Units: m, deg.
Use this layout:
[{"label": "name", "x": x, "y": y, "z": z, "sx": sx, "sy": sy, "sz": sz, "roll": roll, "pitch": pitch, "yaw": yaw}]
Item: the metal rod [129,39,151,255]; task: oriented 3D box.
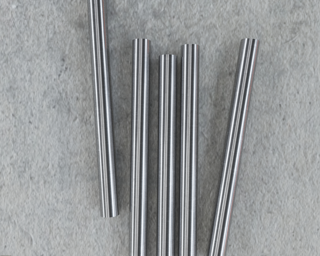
[{"label": "metal rod", "x": -0.027, "y": 0.034, "z": 0.409, "sx": 0.025, "sy": 0.025, "sz": 0.298, "roll": 1, "pitch": 90, "yaw": -1}]

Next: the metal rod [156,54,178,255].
[{"label": "metal rod", "x": 0.009, "y": 0.055, "z": 0.410, "sx": 0.025, "sy": 0.025, "sz": 0.298, "roll": 1, "pitch": 90, "yaw": -1}]

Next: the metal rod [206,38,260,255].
[{"label": "metal rod", "x": 0.096, "y": 0.032, "z": 0.411, "sx": 0.025, "sy": 0.025, "sz": 0.298, "roll": 9, "pitch": 90, "yaw": -1}]

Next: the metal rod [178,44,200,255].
[{"label": "metal rod", "x": 0.038, "y": 0.041, "z": 0.410, "sx": 0.025, "sy": 0.025, "sz": 0.298, "roll": 1, "pitch": 90, "yaw": -1}]

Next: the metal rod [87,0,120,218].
[{"label": "metal rod", "x": -0.075, "y": -0.034, "z": 0.408, "sx": 0.025, "sy": 0.025, "sz": 0.298, "roll": -4, "pitch": 90, "yaw": -1}]
